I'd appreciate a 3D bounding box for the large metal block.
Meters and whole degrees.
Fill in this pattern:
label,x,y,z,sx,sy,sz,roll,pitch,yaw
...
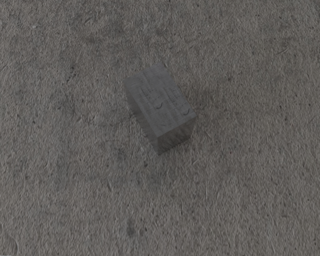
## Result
label,x,y,z,sx,sy,sz,roll,pitch,yaw
large metal block,-0.001,-0.021,0.387,0.050,0.080,0.080,-28,73,-10
